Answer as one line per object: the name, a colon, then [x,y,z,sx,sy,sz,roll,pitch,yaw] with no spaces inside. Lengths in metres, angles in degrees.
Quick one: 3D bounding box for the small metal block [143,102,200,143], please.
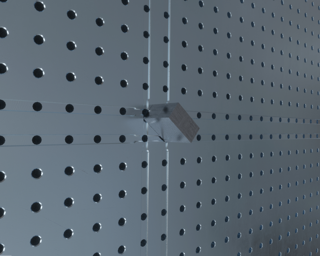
small metal block: [0.015,-0.006,0.407,0.050,0.050,0.025,48,62,-30]
